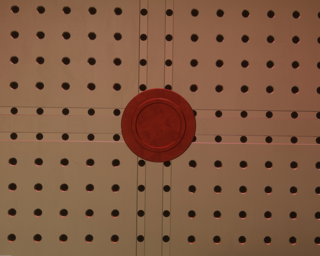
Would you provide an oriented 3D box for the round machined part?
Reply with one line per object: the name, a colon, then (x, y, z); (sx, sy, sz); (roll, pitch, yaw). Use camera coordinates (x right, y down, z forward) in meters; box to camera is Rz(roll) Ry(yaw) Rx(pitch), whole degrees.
round machined part: (-0.002, -0.003, 0.404); (0.099, 0.042, 0.097); (0, 90, -1)
